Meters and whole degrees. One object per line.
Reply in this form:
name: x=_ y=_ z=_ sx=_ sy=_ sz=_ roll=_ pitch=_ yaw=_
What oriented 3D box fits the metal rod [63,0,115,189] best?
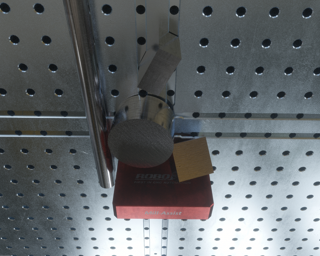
metal rod: x=-0.082 y=-0.029 z=0.385 sx=0.025 sy=0.025 sz=0.298 roll=0 pitch=130 yaw=0

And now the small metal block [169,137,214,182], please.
small metal block: x=0.040 y=0.042 z=0.421 sx=0.050 sy=0.025 sz=0.050 roll=-12 pitch=88 yaw=-16

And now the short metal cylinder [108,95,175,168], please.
short metal cylinder: x=-0.022 y=0.005 z=0.395 sx=0.080 sy=0.050 sz=0.079 roll=2 pitch=129 yaw=3

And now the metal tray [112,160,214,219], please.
metal tray: x=0.004 y=0.081 z=0.437 sx=0.131 sy=0.090 sz=0.030 roll=1 pitch=131 yaw=-1

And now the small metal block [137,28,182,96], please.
small metal block: x=-0.001 y=-0.071 z=0.334 sx=0.025 sy=0.050 sz=0.050 roll=21 pitch=127 yaw=-17
